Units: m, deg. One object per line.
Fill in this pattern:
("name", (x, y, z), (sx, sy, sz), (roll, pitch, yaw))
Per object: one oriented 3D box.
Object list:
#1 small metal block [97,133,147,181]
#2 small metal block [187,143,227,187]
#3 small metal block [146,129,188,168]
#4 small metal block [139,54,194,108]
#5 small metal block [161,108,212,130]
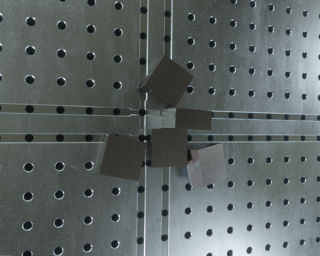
("small metal block", (-0.049, 0.037, 0.395), (0.050, 0.025, 0.050), (14, 85, -20))
("small metal block", (0.064, 0.050, 0.430), (0.050, 0.025, 0.050), (-12, 95, -39))
("small metal block", (0.009, 0.026, 0.417), (0.050, 0.025, 0.050), (0, 90, -20))
("small metal block", (0.009, -0.062, 0.417), (0.050, 0.025, 0.050), (34, 79, -17))
("small metal block", (0.034, -0.011, 0.413), (0.050, 0.050, 0.025), (3, 89, -20))
